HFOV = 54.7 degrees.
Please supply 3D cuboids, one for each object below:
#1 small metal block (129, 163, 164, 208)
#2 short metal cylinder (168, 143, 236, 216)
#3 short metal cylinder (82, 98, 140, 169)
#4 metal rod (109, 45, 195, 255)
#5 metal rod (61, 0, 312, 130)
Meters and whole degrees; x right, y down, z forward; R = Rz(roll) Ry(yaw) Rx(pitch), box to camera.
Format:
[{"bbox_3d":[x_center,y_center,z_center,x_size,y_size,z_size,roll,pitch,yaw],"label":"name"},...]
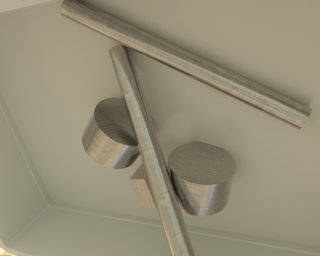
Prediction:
[{"bbox_3d":[-0.013,0.079,0.447,0.025,0.050,0.050,-6,116,31],"label":"small metal block"},{"bbox_3d":[0.049,0.061,0.384,0.080,0.080,0.050,16,125,19],"label":"short metal cylinder"},{"bbox_3d":[-0.055,0.006,0.404,0.080,0.080,0.050,38,129,2],"label":"short metal cylinder"},{"bbox_3d":[-0.005,0.046,0.361,0.025,0.025,0.299,-22,83,36],"label":"metal rod"},{"bbox_3d":[0.019,-0.078,0.349,0.301,0.025,0.025,28,128,10],"label":"metal rod"}]
